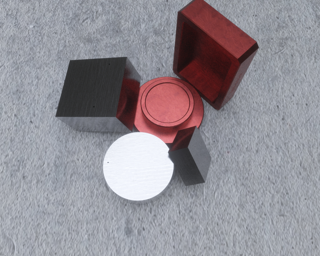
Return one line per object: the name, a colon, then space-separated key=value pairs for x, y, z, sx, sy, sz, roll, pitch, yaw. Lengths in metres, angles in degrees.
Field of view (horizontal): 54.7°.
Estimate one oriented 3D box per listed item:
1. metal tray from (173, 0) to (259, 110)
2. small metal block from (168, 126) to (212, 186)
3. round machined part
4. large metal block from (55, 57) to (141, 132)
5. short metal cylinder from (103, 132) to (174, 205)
metal tray: x=0.060 y=-0.084 z=0.384 sx=0.030 sy=0.130 sz=0.090 roll=-43 pitch=76 yaw=-14
small metal block: x=0.037 y=0.033 z=0.373 sx=0.025 sy=0.050 sz=0.050 roll=-17 pitch=112 yaw=26
round machined part: x=0.009 y=-0.026 z=0.411 sx=0.099 sy=0.042 sz=0.098 roll=0 pitch=70 yaw=-1
large metal block: x=-0.076 y=-0.041 z=0.397 sx=0.080 sy=0.050 sz=0.080 roll=1 pitch=69 yaw=18
short metal cylinder: x=-0.025 y=0.051 z=0.378 sx=0.081 sy=0.050 sz=0.080 roll=0 pitch=70 yaw=0
